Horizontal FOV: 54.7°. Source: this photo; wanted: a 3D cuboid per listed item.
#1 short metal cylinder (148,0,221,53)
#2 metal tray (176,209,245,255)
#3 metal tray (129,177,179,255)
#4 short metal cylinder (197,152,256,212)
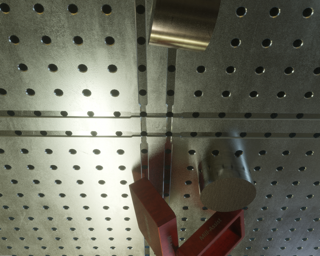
[{"bbox_3d":[0.020,-0.112,0.280,0.050,0.080,0.079,7,130,-6],"label":"short metal cylinder"},{"bbox_3d":[0.090,0.195,0.524,0.131,0.030,0.090,-36,134,-24],"label":"metal tray"},{"bbox_3d":[-0.008,0.152,0.496,0.030,0.090,0.129,-25,134,-20],"label":"metal tray"},{"bbox_3d":[0.098,0.082,0.466,0.081,0.050,0.079,0,130,0],"label":"short metal cylinder"}]
